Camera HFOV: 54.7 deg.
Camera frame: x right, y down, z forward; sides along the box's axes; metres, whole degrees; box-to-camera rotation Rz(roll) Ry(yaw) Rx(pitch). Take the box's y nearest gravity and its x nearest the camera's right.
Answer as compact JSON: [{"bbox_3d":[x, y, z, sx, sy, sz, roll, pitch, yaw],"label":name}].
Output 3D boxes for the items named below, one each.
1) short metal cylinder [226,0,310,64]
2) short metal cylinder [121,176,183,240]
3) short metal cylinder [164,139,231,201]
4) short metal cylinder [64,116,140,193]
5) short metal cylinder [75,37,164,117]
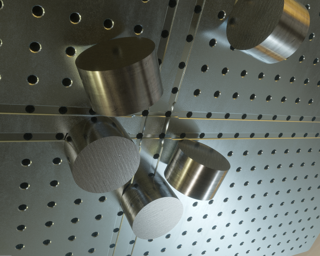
[{"bbox_3d":[0.127,-0.124,0.371,0.050,0.080,0.080,14,111,-34],"label":"short metal cylinder"},{"bbox_3d":[-0.012,0.119,0.463,0.081,0.050,0.079,-14,124,-21],"label":"short metal cylinder"},{"bbox_3d":[0.053,0.058,0.442,0.081,0.080,0.050,11,113,-33],"label":"short metal cylinder"},{"bbox_3d":[-0.071,0.032,0.377,0.081,0.050,0.079,-14,125,-21],"label":"short metal cylinder"},{"bbox_3d":[-0.040,-0.055,0.321,0.081,0.080,0.050,-23,127,-15],"label":"short metal cylinder"}]
